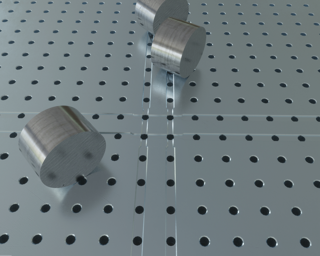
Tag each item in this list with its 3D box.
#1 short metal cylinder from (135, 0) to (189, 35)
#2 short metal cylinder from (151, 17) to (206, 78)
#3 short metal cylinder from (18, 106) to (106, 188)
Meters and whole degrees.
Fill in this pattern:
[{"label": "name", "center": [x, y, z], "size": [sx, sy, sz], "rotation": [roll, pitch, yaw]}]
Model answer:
[{"label": "short metal cylinder", "center": [0.004, -0.202, 0.541], "size": [0.081, 0.080, 0.050], "rotation": [-32, 57, -24]}, {"label": "short metal cylinder", "center": [0.029, -0.123, 0.476], "size": [0.050, 0.080, 0.080], "rotation": [27, 55, 21]}, {"label": "short metal cylinder", "center": [-0.110, 0.021, 0.353], "size": [0.080, 0.080, 0.050], "rotation": [-34, 58, -25]}]
